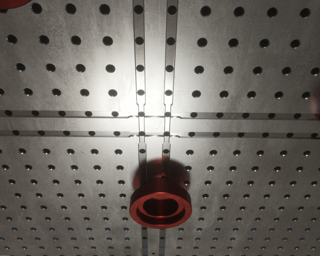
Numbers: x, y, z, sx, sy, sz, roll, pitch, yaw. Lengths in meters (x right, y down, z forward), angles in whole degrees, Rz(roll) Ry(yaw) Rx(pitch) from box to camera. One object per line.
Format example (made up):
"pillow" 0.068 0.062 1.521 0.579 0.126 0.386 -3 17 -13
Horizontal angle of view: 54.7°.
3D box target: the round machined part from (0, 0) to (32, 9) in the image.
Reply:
"round machined part" -0.141 -0.157 0.264 0.099 0.042 0.097 -1 130 -1

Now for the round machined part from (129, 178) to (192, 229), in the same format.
"round machined part" 0.001 0.118 0.502 0.099 0.042 0.097 -1 130 0
